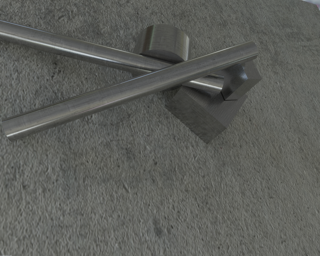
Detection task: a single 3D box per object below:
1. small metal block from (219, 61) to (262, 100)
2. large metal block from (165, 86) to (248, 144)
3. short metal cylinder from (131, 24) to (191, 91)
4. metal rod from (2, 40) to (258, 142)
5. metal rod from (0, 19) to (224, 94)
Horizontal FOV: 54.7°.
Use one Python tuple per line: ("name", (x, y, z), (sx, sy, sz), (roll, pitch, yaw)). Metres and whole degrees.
("small metal block", (0.104, -0.073, 0.424), (0.025, 0.050, 0.050), (-5, 64, -30))
("large metal block", (0.068, -0.038, 0.449), (0.080, 0.050, 0.080), (41, 52, 0))
("short metal cylinder", (0.002, -0.096, 0.433), (0.081, 0.080, 0.050), (19, 54, -18))
("metal rod", (-0.021, -0.048, 0.357), (0.302, 0.025, 0.025), (-20, 72, -14))
("metal rod", (-0.066, -0.090, 0.389), (0.302, 0.025, 0.025), (12, 56, -8))
